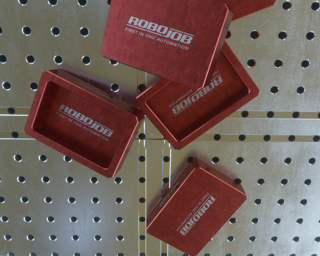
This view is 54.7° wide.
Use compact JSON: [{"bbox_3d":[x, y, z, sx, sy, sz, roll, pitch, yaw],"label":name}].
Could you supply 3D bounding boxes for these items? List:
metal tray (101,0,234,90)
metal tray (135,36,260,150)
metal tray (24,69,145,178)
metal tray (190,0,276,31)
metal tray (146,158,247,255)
[{"bbox_3d":[0.004,-0.106,0.345,0.130,0.030,0.089,22,110,16],"label":"metal tray"},{"bbox_3d":[0.046,-0.043,0.395,0.130,0.030,0.090,-36,107,12],"label":"metal tray"},{"bbox_3d":[-0.096,-0.006,0.390,0.130,0.030,0.089,27,108,5],"label":"metal tray"},{"bbox_3d":[0.066,-0.185,0.344,0.090,0.030,0.129,-20,109,7],"label":"metal tray"},{"bbox_3d":[0.051,0.119,0.455,0.090,0.030,0.129,32,107,-12],"label":"metal tray"}]
